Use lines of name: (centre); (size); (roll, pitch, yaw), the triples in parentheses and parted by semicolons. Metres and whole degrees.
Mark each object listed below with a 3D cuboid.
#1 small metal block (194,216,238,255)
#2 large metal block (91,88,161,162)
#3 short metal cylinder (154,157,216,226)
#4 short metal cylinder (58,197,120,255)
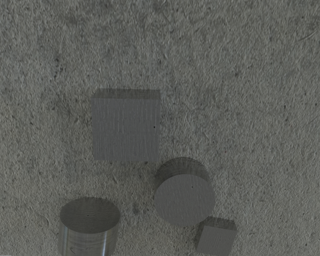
small metal block: (0.084, 0.165, 0.471); (0.050, 0.025, 0.050); (11, 110, -5)
large metal block: (-0.041, -0.005, 0.394); (0.081, 0.050, 0.079); (1, 110, -1)
short metal cylinder: (0.033, 0.087, 0.429); (0.081, 0.050, 0.079); (0, 110, 0)
short metal cylinder: (-0.099, 0.140, 0.431); (0.081, 0.080, 0.050); (9, 110, -3)
